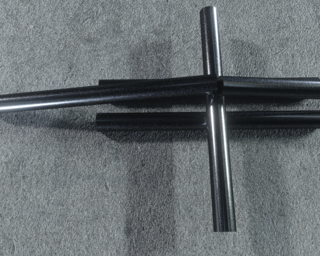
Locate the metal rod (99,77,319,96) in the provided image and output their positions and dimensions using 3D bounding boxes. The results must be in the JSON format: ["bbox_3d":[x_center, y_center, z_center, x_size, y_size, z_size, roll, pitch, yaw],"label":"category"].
[{"bbox_3d":[0.068,-0.056,0.430,0.302,0.025,0.025,-1,70,-1],"label":"metal rod"}]

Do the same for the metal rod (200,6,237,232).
[{"bbox_3d":[0.071,-0.026,0.393,0.025,0.025,0.299,0,70,-1],"label":"metal rod"}]

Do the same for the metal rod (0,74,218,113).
[{"bbox_3d":[-0.080,-0.042,0.397,0.302,0.025,0.025,-4,70,8],"label":"metal rod"}]

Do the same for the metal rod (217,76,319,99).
[{"bbox_3d":[0.221,-0.049,0.404,0.302,0.025,0.025,1,70,-11],"label":"metal rod"}]

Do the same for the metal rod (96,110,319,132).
[{"bbox_3d":[0.068,-0.010,0.413,0.302,0.025,0.025,-1,70,-1],"label":"metal rod"}]
